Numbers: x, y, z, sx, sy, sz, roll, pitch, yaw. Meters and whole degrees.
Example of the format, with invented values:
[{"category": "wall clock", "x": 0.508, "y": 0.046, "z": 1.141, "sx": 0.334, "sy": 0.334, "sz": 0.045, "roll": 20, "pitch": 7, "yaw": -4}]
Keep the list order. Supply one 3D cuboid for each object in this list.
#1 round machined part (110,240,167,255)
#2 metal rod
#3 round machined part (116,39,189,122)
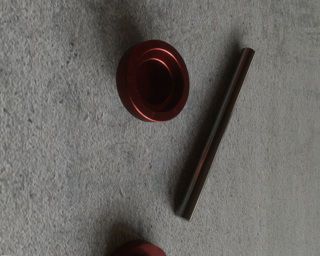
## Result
[{"category": "round machined part", "x": -0.023, "y": 0.191, "z": 0.375, "sx": 0.099, "sy": 0.042, "sz": 0.097, "roll": 0, "pitch": 90, "yaw": -40}, {"category": "metal rod", "x": 0.091, "y": -0.002, "z": 0.481, "sx": 0.025, "sy": 0.025, "sz": 0.300, "roll": 39, "pitch": 66, "yaw": -33}, {"category": "round machined part", "x": -0.013, "y": -0.056, "z": 0.383, "sx": 0.099, "sy": 0.042, "sz": 0.097, "roll": 0, "pitch": 90, "yaw": -40}]
